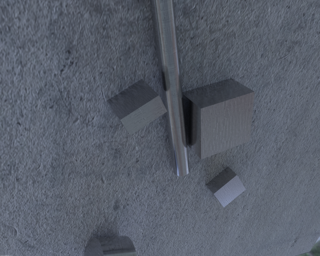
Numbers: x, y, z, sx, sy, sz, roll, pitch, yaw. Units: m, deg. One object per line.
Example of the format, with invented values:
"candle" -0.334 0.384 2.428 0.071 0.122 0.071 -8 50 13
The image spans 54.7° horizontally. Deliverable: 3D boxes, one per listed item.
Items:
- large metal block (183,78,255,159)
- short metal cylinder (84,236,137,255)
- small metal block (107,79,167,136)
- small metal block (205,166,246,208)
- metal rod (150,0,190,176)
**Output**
"large metal block" 0.078 -0.014 0.427 0.081 0.050 0.079 -18 126 -18
"short metal cylinder" -0.075 0.202 0.457 0.050 0.080 0.079 9 114 -33
"small metal block" -0.028 -0.026 0.361 0.050 0.050 0.025 -33 129 -7
"small metal block" 0.114 0.102 0.535 0.050 0.025 0.050 -39 130 -2
"metal rod" 0.014 -0.057 0.380 0.025 0.025 0.298 -21 127 -17
